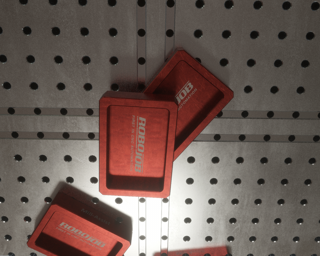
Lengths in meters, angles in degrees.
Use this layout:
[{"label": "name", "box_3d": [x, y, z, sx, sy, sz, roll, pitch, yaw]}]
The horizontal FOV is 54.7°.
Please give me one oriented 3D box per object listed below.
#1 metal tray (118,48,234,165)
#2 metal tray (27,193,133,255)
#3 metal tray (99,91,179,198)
[{"label": "metal tray", "box_3d": [0.018, -0.026, 0.401, 0.090, 0.030, 0.130, 38, 105, -13]}, {"label": "metal tray", "box_3d": [-0.120, 0.166, 0.470, 0.130, 0.030, 0.090, 31, 107, -12]}, {"label": "metal tray", "box_3d": [-0.028, 0.022, 0.386, 0.091, 0.030, 0.129, 4, 110, -2]}]
